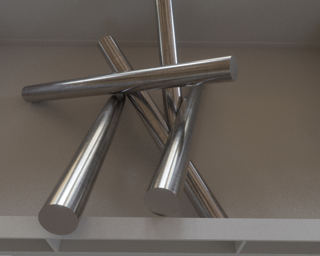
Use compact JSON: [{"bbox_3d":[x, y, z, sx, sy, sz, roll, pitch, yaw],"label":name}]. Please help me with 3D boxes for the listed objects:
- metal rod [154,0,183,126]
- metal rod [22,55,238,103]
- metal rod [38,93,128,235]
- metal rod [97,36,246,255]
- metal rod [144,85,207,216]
[{"bbox_3d":[0.011,-0.096,0.405,0.025,0.025,0.299,-4,75,-4],"label":"metal rod"},{"bbox_3d":[-0.059,-0.053,0.370,0.300,0.025,0.025,-2,45,30],"label":"metal rod"},{"bbox_3d":[-0.056,-0.006,0.329,0.025,0.025,0.300,3,25,2],"label":"metal rod"},{"bbox_3d":[0.001,0.003,0.358,0.025,0.025,0.299,-24,66,-19],"label":"metal rod"},{"bbox_3d":[0.033,-0.015,0.344,0.025,0.025,0.301,10,28,8],"label":"metal rod"}]
